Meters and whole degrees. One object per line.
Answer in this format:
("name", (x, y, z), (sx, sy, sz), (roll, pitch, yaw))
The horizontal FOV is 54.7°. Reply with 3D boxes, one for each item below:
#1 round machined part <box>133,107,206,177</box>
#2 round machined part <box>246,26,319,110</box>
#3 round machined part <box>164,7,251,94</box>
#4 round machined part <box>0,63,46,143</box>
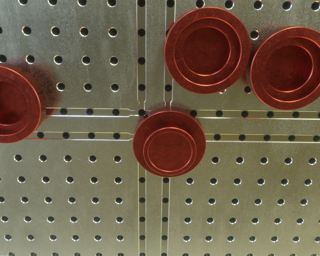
("round machined part", (0.012, 0.024, 0.413), (0.099, 0.042, 0.097), (0, 110, -1))
("round machined part", (0.154, -0.074, 0.379), (0.099, 0.042, 0.097), (0, 110, -1))
("round machined part", (0.054, -0.093, 0.371), (0.099, 0.042, 0.097), (0, 110, -1))
("round machined part", (-0.192, -0.033, 0.389), (0.099, 0.042, 0.097), (0, 110, -1))
